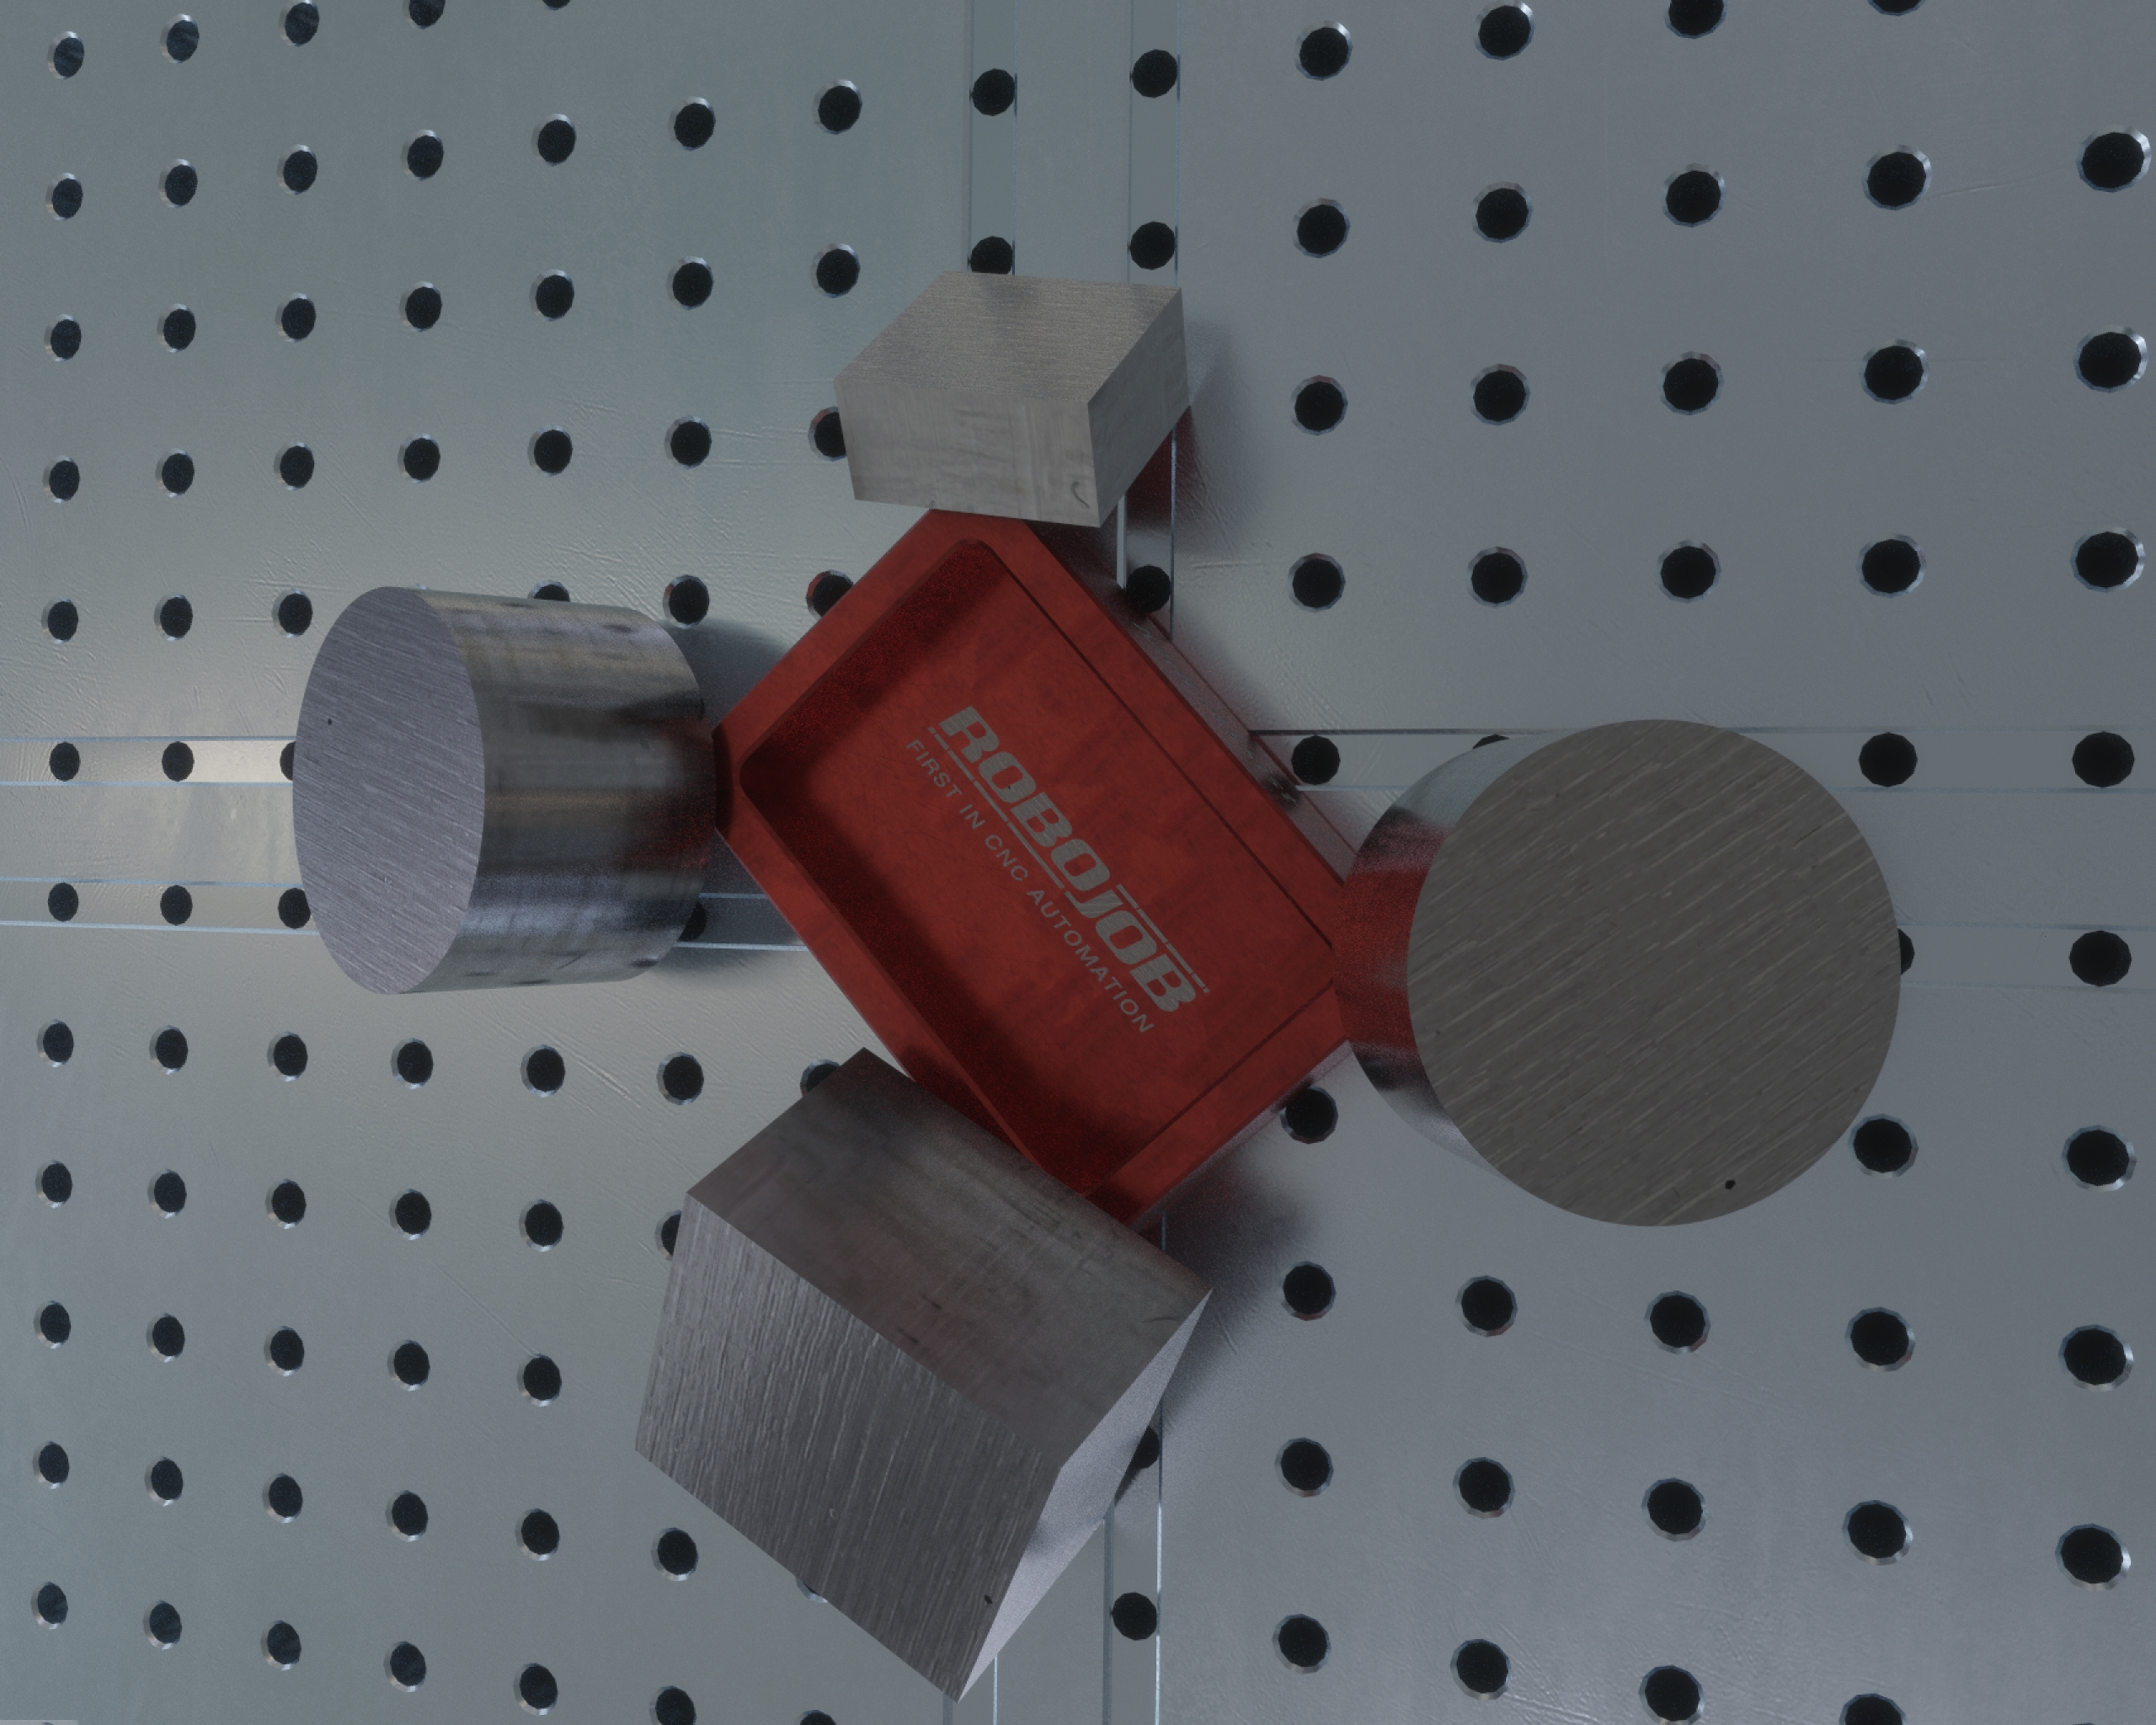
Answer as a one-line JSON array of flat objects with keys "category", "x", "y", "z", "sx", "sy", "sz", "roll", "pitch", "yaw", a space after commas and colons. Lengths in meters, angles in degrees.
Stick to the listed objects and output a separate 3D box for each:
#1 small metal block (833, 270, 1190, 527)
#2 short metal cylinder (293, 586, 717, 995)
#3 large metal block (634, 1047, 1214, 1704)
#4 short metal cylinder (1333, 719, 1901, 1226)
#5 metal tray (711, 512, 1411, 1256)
[{"category": "small metal block", "x": -0.011, "y": -0.090, "z": 0.400, "sx": 0.050, "sy": 0.050, "sz": 0.025, "roll": 10, "pitch": 131, "yaw": 20}, {"category": "short metal cylinder", "x": -0.118, "y": -0.014, "z": 0.425, "sx": 0.080, "sy": 0.050, "sz": 0.079, "roll": 1, "pitch": 91, "yaw": 45}, {"category": "large metal block", "x": -0.031, "y": 0.096, "z": 0.392, "sx": 0.080, "sy": 0.050, "sz": 0.079, "roll": 32, "pitch": 131, "yaw": 16}, {"category": "short metal cylinder", "x": 0.088, "y": 0.017, "z": 0.352, "sx": 0.081, "sy": 0.050, "sz": 0.079, "roll": 0, "pitch": 90, "yaw": -7}, {"category": "metal tray", "x": -0.006, "y": 0.001, "z": 0.411, "sx": 0.090, "sy": 0.030, "sz": 0.130, "roll": -43, "pitch": 77, "yaw": 15}]
